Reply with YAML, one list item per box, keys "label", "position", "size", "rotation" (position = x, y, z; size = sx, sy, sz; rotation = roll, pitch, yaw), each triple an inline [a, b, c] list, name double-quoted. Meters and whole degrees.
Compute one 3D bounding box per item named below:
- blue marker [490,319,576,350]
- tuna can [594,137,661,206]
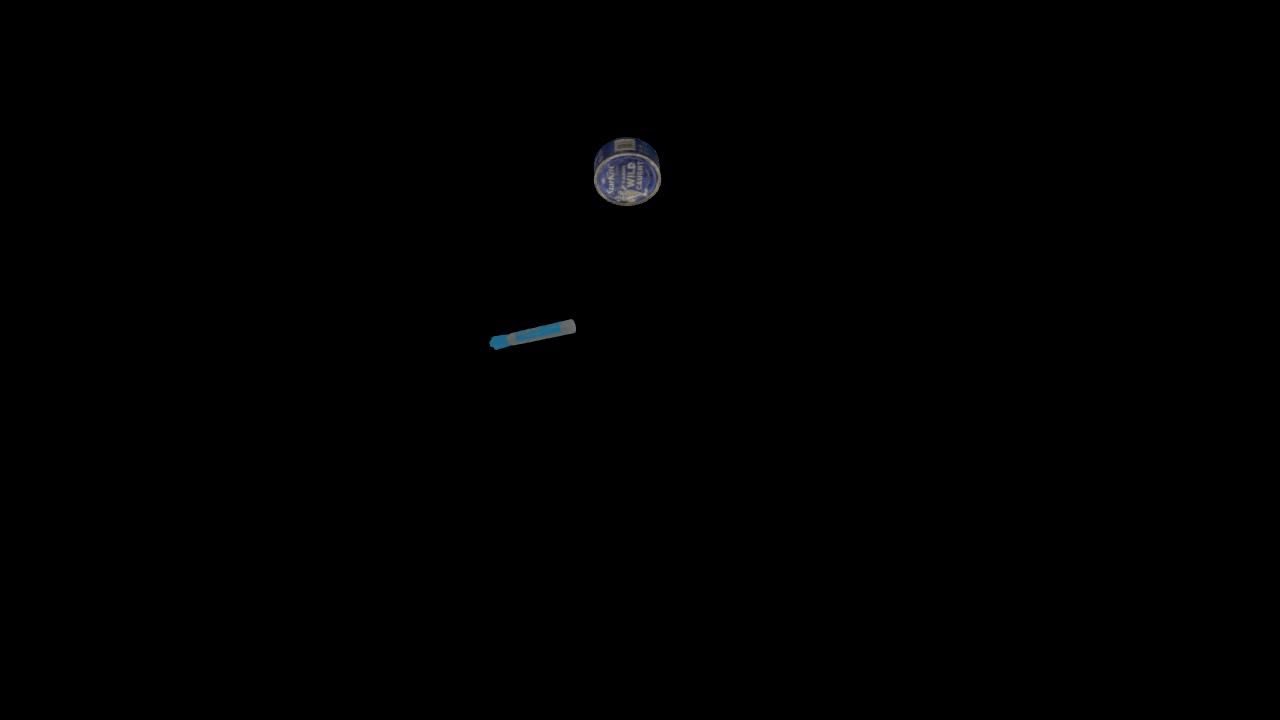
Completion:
- label: "blue marker"
  position: [-0.144, -0.033, 0.817]
  size: [0.121, 0.020, 0.020]
  rotation: [-11, -3, 13]
- label: "tuna can"
  position: [-0.016, -0.236, 0.771]
  size: [0.084, 0.034, 0.084]
  rotation: [-3, -32, -2]
